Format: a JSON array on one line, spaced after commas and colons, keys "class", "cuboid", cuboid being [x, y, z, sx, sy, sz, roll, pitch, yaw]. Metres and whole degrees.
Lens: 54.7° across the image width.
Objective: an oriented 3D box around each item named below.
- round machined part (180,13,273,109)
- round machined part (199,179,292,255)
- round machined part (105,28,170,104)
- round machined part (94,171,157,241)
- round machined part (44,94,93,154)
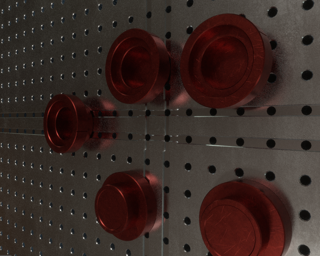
[{"class": "round machined part", "cuboid": [0.074, -0.069, 0.336, 0.098, 0.042, 0.097, 0, 90, 39]}, {"class": "round machined part", "cuboid": [0.083, 0.106, 0.329, 0.098, 0.042, 0.097, 0, 90, 39]}, {"class": "round machined part", "cuboid": [-0.025, -0.080, 0.417, 0.098, 0.042, 0.097, 0, 90, 39]}, {"class": "round machined part", "cuboid": [-0.056, 0.112, 0.442, 0.098, 0.042, 0.097, 0, 90, 39]}, {"class": "round machined part", "cuboid": [-0.150, -0.007, 0.519, 0.098, 0.042, 0.097, 0, 90, 39]}]
